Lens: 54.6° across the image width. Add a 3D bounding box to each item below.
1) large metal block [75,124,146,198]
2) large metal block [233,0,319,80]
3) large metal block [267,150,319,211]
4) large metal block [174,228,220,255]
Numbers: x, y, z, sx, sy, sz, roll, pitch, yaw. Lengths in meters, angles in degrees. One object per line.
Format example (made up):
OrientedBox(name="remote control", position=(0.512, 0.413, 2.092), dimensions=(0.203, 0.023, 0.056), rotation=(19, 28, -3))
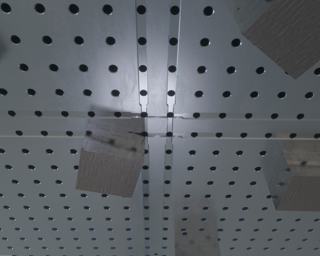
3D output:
OrientedBox(name="large metal block", position=(-0.069, 0.048, 0.435), dimensions=(0.080, 0.050, 0.079), rotation=(11, 129, -10))
OrientedBox(name="large metal block", position=(0.133, -0.108, 0.304), dimensions=(0.080, 0.050, 0.080), rotation=(31, 124, -24))
OrientedBox(name="large metal block", position=(0.218, 0.080, 0.465), dimensions=(0.080, 0.050, 0.080), rotation=(2, 130, -2))
OrientedBox(name="large metal block", position=(0.073, 0.242, 0.582), dimensions=(0.080, 0.080, 0.050), rotation=(-10, 129, 8))
